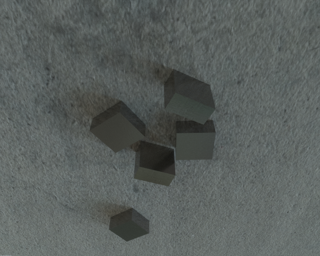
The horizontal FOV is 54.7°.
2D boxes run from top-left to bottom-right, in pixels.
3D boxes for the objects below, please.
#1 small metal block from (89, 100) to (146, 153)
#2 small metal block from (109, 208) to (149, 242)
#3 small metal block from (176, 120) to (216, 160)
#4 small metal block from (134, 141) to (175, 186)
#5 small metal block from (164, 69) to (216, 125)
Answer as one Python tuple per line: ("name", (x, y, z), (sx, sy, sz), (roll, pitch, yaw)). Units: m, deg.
("small metal block", (-0.054, -0.001, 0.406), (0.050, 0.025, 0.050), (-29, 125, 22))
("small metal block", (-0.054, 0.174, 0.555), (0.050, 0.025, 0.050), (-28, 125, 21))
("small metal block", (0.047, 0.017, 0.423), (0.050, 0.025, 0.050), (-1, 130, 0))
("small metal block", (-0.007, 0.049, 0.433), (0.050, 0.050, 0.025), (15, 128, -13))
("small metal block", (0.033, -0.037, 0.360), (0.050, 0.050, 0.025), (20, 127, -17))
